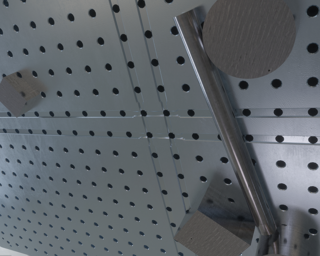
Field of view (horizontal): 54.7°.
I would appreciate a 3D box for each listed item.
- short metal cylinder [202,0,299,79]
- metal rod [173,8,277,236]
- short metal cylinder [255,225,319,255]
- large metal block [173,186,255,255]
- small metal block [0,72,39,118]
[{"bbox_3d":[0.086,-0.093,0.292,0.080,0.050,0.079,13,124,21],"label":"short metal cylinder"},{"bbox_3d":[0.085,0.008,0.371,0.025,0.025,0.299,-12,112,33],"label":"metal rod"},{"bbox_3d":[0.170,0.179,0.416,0.080,0.050,0.079,13,124,21],"label":"short metal cylinder"},{"bbox_3d":[0.078,0.144,0.443,0.080,0.050,0.079,33,129,6],"label":"large metal block"},{"bbox_3d":[-0.233,-0.053,0.501,0.050,0.025,0.050,46,129,-5],"label":"small metal block"}]
